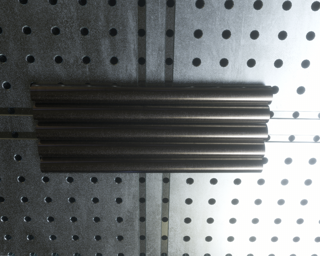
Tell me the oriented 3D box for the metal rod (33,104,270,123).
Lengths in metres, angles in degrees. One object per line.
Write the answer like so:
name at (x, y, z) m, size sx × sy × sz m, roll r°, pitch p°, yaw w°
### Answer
metal rod at (-0.010, -0.020, 0.406) m, size 0.302 × 0.025 × 0.025 m, roll 0°, pitch 110°, yaw -1°

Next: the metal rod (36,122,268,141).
metal rod at (-0.010, 0.005, 0.415) m, size 0.302 × 0.025 × 0.025 m, roll 0°, pitch 110°, yaw -1°

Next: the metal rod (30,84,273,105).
metal rod at (-0.009, -0.043, 0.397) m, size 0.302 × 0.025 × 0.025 m, roll 0°, pitch 110°, yaw -1°

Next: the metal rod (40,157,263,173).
metal rod at (-0.010, 0.050, 0.432) m, size 0.302 × 0.025 × 0.025 m, roll 0°, pitch 110°, yaw -1°

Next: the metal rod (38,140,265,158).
metal rod at (-0.010, 0.028, 0.423) m, size 0.302 × 0.025 × 0.025 m, roll 0°, pitch 110°, yaw -1°
